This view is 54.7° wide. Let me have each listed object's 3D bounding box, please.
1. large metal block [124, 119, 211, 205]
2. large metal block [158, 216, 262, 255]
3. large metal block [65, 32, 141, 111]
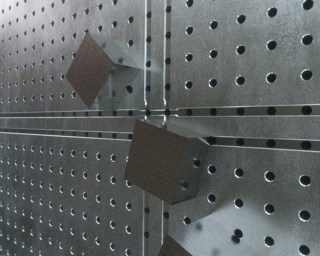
[{"bbox_3d":[0.008,0.038,0.385,0.080,0.050,0.079,20,103,38],"label":"large metal block"},{"bbox_3d":[0.053,0.146,0.329,0.080,0.081,0.050,31,109,35],"label":"large metal block"},{"bbox_3d":[-0.087,-0.082,0.462,0.080,0.050,0.080,49,119,28],"label":"large metal block"}]
